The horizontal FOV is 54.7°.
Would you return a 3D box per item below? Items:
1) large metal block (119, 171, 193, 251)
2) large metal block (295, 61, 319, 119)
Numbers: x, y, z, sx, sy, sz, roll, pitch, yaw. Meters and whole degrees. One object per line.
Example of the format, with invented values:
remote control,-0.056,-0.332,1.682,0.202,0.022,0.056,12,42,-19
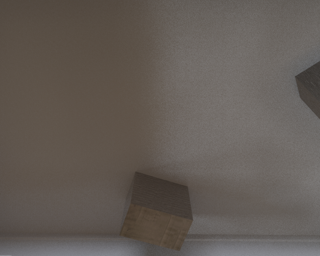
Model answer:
large metal block,-0.005,0.111,0.423,0.080,0.080,0.050,17,109,-6
large metal block,0.220,-0.044,0.360,0.080,0.080,0.050,-33,141,11
